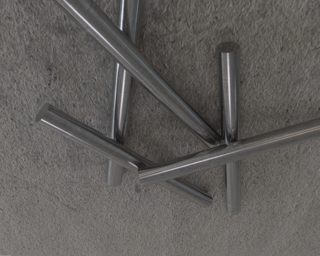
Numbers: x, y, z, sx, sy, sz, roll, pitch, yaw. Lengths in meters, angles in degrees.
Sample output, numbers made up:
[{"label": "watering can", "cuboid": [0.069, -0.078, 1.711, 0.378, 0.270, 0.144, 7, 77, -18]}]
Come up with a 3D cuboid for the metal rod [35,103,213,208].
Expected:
[{"label": "metal rod", "cuboid": [-0.026, 0.051, 0.423, 0.025, 0.025, 0.301, -36, 130, 26]}]

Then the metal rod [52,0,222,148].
[{"label": "metal rod", "cuboid": [-0.015, -0.058, 0.328, 0.025, 0.025, 0.301, -30, 133, 23]}]

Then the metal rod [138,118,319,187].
[{"label": "metal rod", "cuboid": [0.120, 0.023, 0.398, 0.302, 0.025, 0.025, -16, 129, 1]}]

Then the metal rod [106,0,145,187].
[{"label": "metal rod", "cuboid": [-0.047, -0.032, 0.378, 0.025, 0.025, 0.298, 7, 130, -6]}]

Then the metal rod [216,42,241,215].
[{"label": "metal rod", "cuboid": [0.099, 0.025, 0.429, 0.025, 0.025, 0.298, -8, 130, 6]}]
